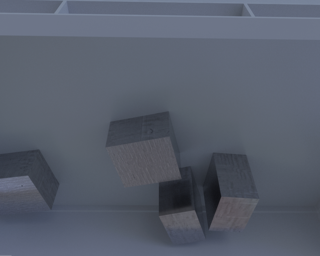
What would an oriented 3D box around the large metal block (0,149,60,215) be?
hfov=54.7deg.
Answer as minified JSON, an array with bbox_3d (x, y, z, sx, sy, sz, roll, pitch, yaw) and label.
[{"bbox_3d":[-0.209,0.082,0.460,0.080,0.050,0.080,-7,130,6],"label":"large metal block"}]

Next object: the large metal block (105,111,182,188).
[{"bbox_3d":[-0.019,0.030,0.418,0.080,0.050,0.080,-10,130,8],"label":"large metal block"}]

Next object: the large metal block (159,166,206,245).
[{"bbox_3d":[0.034,0.118,0.474,0.050,0.080,0.080,-13,129,10],"label":"large metal block"}]

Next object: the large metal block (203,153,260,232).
[{"bbox_3d":[0.099,0.094,0.454,0.050,0.080,0.079,4,130,-4],"label":"large metal block"}]
